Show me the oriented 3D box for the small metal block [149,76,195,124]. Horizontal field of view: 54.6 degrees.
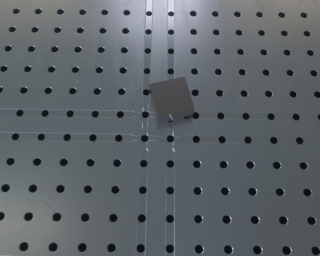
[{"bbox_3d":[0.016,-0.038,0.426,0.050,0.025,0.050,-13,71,-5],"label":"small metal block"}]
